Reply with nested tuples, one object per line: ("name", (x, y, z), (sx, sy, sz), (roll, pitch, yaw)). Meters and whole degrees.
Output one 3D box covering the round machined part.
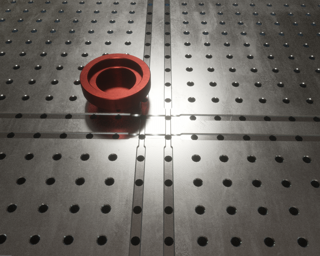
("round machined part", (-0.062, -0.061, 0.447), (0.099, 0.042, 0.098), (0, 50, 0))
